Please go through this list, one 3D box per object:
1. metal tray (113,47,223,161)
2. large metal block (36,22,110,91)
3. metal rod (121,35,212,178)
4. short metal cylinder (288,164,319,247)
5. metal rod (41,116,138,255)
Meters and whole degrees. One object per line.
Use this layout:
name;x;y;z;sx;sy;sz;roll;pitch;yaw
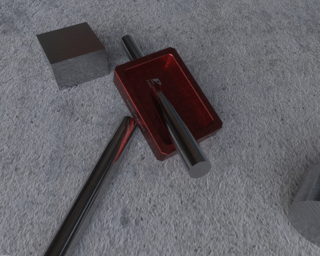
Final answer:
metal tray;0.008;-0.034;0.399;0.091;0.030;0.130;-25;75;-20
large metal block;-0.134;-0.113;0.480;0.081;0.050;0.080;-22;54;-18
metal rod;-0.007;-0.052;0.420;0.025;0.025;0.300;-14;44;-12
short metal cylinder;0.175;0.080;0.303;0.080;0.080;0.050;28;56;21
metal rod;-0.090;0.101;0.316;0.025;0.025;0.301;15;51;12
